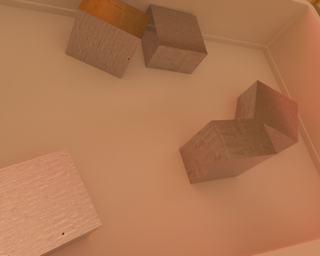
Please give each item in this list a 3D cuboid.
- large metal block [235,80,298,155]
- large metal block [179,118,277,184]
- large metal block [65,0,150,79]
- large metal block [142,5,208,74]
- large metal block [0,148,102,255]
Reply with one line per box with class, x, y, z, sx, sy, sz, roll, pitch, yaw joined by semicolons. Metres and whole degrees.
large metal block;0.167;-0.016;0.489;0.080;0.050;0.080;27;52;-12
large metal block;0.084;0.030;0.397;0.081;0.080;0.050;-3;64;-30
large metal block;-0.070;-0.122;0.407;0.080;0.080;0.050;23;53;-15
large metal block;0.018;-0.136;0.482;0.081;0.050;0.080;3;60;-27
large metal block;-0.112;0.075;0.283;0.081;0.050;0.080;-18;71;-35
